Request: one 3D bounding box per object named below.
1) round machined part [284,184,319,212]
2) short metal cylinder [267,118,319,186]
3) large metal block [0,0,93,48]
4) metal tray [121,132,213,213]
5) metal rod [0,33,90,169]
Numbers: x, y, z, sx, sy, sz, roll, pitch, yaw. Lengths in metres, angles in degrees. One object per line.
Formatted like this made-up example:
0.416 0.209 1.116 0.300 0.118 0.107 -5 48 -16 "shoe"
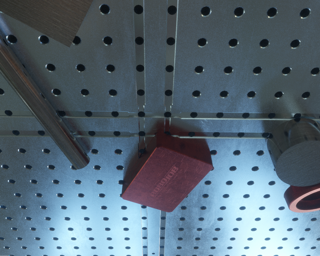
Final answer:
0.237 0.089 0.470 0.099 0.042 0.097 -7 143 -5 "round machined part"
0.193 0.033 0.422 0.080 0.050 0.079 2 125 2 "short metal cylinder"
-0.099 -0.135 0.279 0.080 0.050 0.080 26 125 -21 "large metal block"
0.008 0.072 0.470 0.091 0.030 0.129 21 127 -18 "metal tray"
-0.164 -0.056 0.361 0.025 0.025 0.299 -15 129 12 "metal rod"
